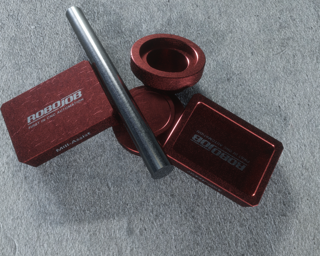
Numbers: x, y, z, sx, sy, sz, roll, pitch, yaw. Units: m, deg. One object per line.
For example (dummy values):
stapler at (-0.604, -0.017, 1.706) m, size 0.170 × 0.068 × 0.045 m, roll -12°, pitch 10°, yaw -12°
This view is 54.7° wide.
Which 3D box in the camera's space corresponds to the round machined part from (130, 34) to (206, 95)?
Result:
round machined part at (0.009, -0.083, 0.419) m, size 0.099 × 0.042 × 0.098 m, roll 4°, pitch 48°, yaw -5°

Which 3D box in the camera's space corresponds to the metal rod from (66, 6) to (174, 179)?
metal rod at (-0.064, -0.064, 0.397) m, size 0.025 × 0.025 × 0.299 m, roll -26°, pitch 59°, yaw -9°

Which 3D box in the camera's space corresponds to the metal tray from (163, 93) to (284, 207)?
metal tray at (0.076, 0.027, 0.386) m, size 0.130 × 0.030 × 0.090 m, roll 31°, pitch 72°, yaw 0°

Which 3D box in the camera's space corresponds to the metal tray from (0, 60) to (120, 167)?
metal tray at (-0.129, -0.019, 0.401) m, size 0.130 × 0.030 × 0.090 m, roll -29°, pitch 70°, yaw -1°

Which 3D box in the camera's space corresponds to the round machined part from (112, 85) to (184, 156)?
round machined part at (-0.015, -0.014, 0.406) m, size 0.099 × 0.042 × 0.098 m, roll 0°, pitch 70°, yaw 0°
